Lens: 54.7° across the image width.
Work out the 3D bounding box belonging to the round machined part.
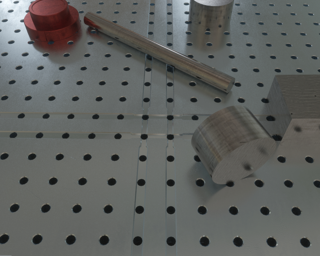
[{"bbox_3d":[-0.199,-0.204,0.567,0.099,0.042,0.098,0,50,0],"label":"round machined part"}]

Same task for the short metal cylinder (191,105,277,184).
[{"bbox_3d":[0.083,0.020,0.355,0.081,0.080,0.050,-18,53,-14],"label":"short metal cylinder"}]

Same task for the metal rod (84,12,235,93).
[{"bbox_3d":[-0.014,-0.134,0.519,0.300,0.025,0.025,31,56,23],"label":"metal rod"}]

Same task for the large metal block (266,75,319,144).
[{"bbox_3d":[0.197,-0.026,0.414,0.081,0.050,0.080,-1,50,-1],"label":"large metal block"}]

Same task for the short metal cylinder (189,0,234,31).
[{"bbox_3d":[0.096,-0.226,0.582,0.080,0.050,0.080,0,50,0],"label":"short metal cylinder"}]
